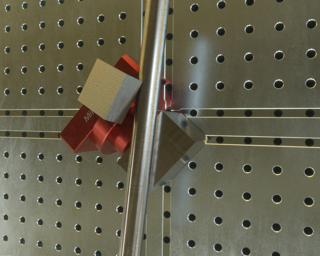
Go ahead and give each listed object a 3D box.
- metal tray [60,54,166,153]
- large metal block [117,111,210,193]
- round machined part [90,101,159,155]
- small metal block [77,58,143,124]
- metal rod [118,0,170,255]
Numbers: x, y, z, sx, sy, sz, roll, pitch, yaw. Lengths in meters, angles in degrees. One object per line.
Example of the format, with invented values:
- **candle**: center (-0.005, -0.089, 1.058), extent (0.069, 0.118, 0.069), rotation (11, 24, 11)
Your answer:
- **metal tray**: center (-0.057, -0.027, 0.397), extent (0.030, 0.090, 0.130), rotation (45, 104, 14)
- **large metal block**: center (0.007, 0.027, 0.377), extent (0.050, 0.080, 0.080), rotation (45, 104, 14)
- **round machined part**: center (-0.035, -0.001, 0.389), extent (0.042, 0.098, 0.098), rotation (44, 103, 14)
- **small metal block**: center (-0.053, -0.039, 0.326), extent (0.050, 0.025, 0.050), rotation (33, 99, 36)
- **metal rod**: center (-0.018, 0.011, 0.333), extent (0.025, 0.025, 0.298), rotation (7, 92, 19)
